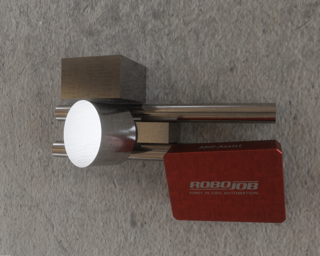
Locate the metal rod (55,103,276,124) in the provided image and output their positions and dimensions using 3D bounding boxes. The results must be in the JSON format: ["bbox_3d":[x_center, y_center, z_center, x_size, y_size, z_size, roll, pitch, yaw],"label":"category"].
[{"bbox_3d":[-0.006,-0.020,0.412,0.301,0.025,0.025,1,90,19],"label":"metal rod"}]

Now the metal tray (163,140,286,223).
[{"bbox_3d":[0.076,0.064,0.365,0.130,0.030,0.089,-4,106,18],"label":"metal tray"}]

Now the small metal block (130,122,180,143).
[{"bbox_3d":[-0.005,0.005,0.397,0.050,0.050,0.025,1,91,19],"label":"small metal block"}]

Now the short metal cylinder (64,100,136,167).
[{"bbox_3d":[-0.076,0.007,0.385,0.080,0.050,0.080,-2,87,43],"label":"short metal cylinder"}]

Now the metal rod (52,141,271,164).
[{"bbox_3d":[-0.011,0.031,0.413,0.301,0.025,0.025,0,90,19],"label":"metal rod"}]

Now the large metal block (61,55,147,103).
[{"bbox_3d":[-0.070,-0.060,0.405,0.080,0.080,0.050,1,91,19],"label":"large metal block"}]
